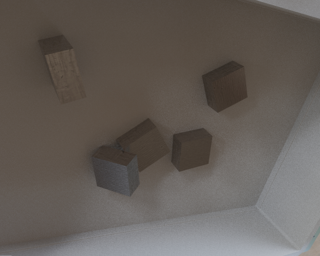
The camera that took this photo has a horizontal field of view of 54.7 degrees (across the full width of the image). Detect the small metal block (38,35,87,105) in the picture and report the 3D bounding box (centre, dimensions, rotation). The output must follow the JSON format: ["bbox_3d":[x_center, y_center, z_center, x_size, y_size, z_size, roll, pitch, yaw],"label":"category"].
[{"bbox_3d":[-0.096,-0.058,0.305,0.025,0.050,0.050,-19,126,-18],"label":"small metal block"}]

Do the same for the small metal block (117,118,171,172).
[{"bbox_3d":[-0.021,0.023,0.413,0.050,0.025,0.050,-34,129,-7],"label":"small metal block"}]

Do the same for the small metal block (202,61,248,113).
[{"bbox_3d":[0.090,-0.057,0.425,0.050,0.025,0.050,-27,128,-12],"label":"small metal block"}]

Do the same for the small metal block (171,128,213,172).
[{"bbox_3d":[0.046,0.032,0.456,0.050,0.025,0.050,-12,124,-23],"label":"small metal block"}]

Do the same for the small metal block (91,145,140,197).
[{"bbox_3d":[-0.056,0.054,0.394,0.025,0.050,0.050,-51,146,-49],"label":"small metal block"}]
